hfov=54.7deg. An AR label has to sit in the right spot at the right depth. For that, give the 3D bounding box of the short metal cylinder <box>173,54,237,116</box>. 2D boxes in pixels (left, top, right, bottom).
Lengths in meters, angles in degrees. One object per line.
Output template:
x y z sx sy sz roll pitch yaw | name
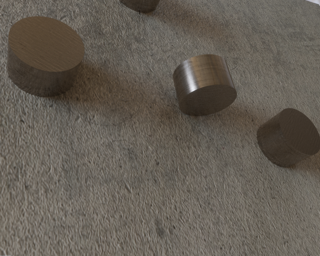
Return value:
0.062 -0.058 0.437 0.081 0.080 0.050 4 60 -27 | short metal cylinder

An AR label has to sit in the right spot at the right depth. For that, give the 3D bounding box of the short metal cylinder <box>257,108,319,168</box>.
0.201 0.016 0.486 0.081 0.050 0.080 14 56 -21 | short metal cylinder

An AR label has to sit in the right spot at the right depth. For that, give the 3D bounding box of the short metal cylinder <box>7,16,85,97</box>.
-0.135 -0.084 0.366 0.081 0.050 0.080 14 56 -21 | short metal cylinder

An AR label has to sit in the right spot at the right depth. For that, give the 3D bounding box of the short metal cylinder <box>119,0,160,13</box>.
-0.031 -0.241 0.518 0.081 0.050 0.080 14 56 -21 | short metal cylinder
